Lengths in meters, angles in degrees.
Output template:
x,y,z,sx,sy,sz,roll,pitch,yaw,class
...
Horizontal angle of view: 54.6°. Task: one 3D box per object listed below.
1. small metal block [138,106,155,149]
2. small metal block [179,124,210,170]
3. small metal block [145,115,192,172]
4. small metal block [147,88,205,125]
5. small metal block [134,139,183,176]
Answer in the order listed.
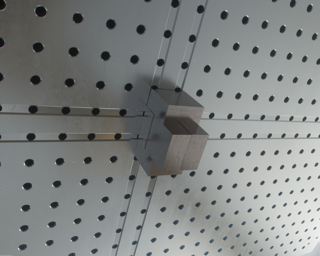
x,y,z,sx,sy,sz,roll,pitch,yaw,class
0.003,0.000,0.412,0.050,0.025,0.050,2,117,-28,small metal block
0.031,0.018,0.390,0.025,0.050,0.050,2,117,-28,small metal block
0.008,0.018,0.377,0.025,0.050,0.050,2,118,-29,small metal block
0.019,-0.026,0.387,0.050,0.050,0.025,2,118,-29,small metal block
0.000,0.039,0.418,0.050,0.050,0.025,1,118,-29,small metal block
